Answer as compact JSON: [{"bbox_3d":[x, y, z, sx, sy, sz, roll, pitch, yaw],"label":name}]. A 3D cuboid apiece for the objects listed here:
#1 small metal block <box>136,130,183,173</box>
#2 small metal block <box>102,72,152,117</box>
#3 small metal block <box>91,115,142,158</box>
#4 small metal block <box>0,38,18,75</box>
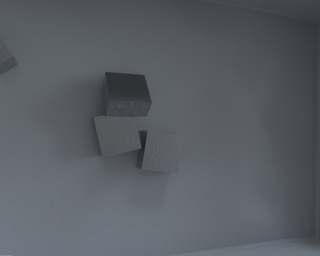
[{"bbox_3d":[0.000,0.031,0.412,0.050,0.025,0.050,9,87,-20],"label":"small metal block"},{"bbox_3d":[-0.042,-0.041,0.382,0.050,0.025,0.050,1,49,-20],"label":"small metal block"},{"bbox_3d":[-0.055,0.006,0.391,0.050,0.025,0.050,-13,95,-20],"label":"small metal block"},{"bbox_3d":[-0.181,-0.087,0.330,0.025,0.050,0.050,-38,103,-16],"label":"small metal block"}]
